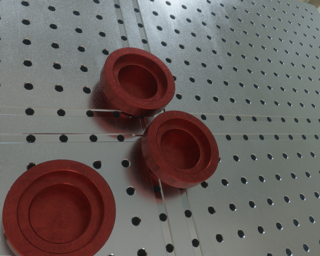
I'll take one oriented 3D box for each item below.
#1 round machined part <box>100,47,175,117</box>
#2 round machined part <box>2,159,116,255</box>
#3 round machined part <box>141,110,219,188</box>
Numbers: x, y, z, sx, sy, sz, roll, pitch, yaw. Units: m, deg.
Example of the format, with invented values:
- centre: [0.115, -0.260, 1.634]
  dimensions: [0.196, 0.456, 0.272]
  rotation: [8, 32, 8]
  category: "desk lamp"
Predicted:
- centre: [-0.032, -0.057, 0.416]
  dimensions: [0.099, 0.042, 0.098]
  rotation: [14, 56, -21]
  category: "round machined part"
- centre: [-0.096, 0.083, 0.296]
  dimensions: [0.099, 0.042, 0.098]
  rotation: [14, 56, -21]
  category: "round machined part"
- centre: [0.022, 0.030, 0.393]
  dimensions: [0.099, 0.042, 0.098]
  rotation: [14, 56, -21]
  category: "round machined part"
